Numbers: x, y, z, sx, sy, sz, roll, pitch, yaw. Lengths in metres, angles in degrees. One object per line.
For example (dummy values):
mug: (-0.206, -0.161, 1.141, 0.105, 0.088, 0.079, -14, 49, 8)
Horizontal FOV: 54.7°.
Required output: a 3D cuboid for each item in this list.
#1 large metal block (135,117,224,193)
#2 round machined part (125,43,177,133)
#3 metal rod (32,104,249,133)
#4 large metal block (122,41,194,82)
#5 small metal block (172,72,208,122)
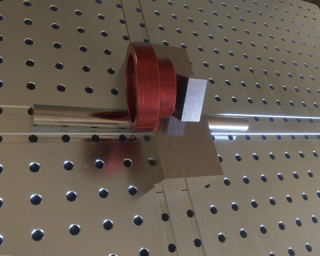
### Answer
large metal block: (0.022, 0.031, 0.385, 0.081, 0.050, 0.080, 1, 61, -28)
round machined part: (-0.011, -0.044, 0.345, 0.042, 0.098, 0.098, -3, 63, -14)
metal rod: (-0.006, -0.009, 0.410, 0.303, 0.025, 0.025, 2, 61, -27)
large metal block: (0.000, -0.069, 0.434, 0.081, 0.050, 0.080, 1, 62, -28)
small metal block: (0.028, -0.039, 0.375, 0.025, 0.050, 0.050, 1, 18, -28)
